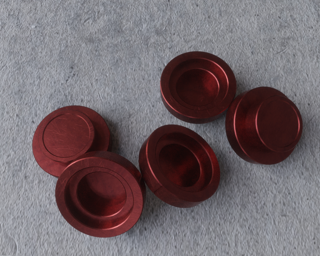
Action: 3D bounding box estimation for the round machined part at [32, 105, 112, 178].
[{"bbox_3d":[-0.113,0.015,0.393,0.099,0.042,0.098,0,70,0],"label":"round machined part"}]

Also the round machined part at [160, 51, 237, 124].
[{"bbox_3d":[0.049,-0.051,0.418,0.099,0.042,0.098,0,70,0],"label":"round machined part"}]

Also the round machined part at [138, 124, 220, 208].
[{"bbox_3d":[0.019,0.048,0.366,0.099,0.042,0.098,18,50,-22],"label":"round machined part"}]

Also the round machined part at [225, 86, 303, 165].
[{"bbox_3d":[0.134,-0.004,0.382,0.099,0.042,0.097,2,84,-20],"label":"round machined part"}]

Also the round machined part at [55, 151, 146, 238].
[{"bbox_3d":[-0.064,0.072,0.356,0.099,0.042,0.097,1,106,5],"label":"round machined part"}]
